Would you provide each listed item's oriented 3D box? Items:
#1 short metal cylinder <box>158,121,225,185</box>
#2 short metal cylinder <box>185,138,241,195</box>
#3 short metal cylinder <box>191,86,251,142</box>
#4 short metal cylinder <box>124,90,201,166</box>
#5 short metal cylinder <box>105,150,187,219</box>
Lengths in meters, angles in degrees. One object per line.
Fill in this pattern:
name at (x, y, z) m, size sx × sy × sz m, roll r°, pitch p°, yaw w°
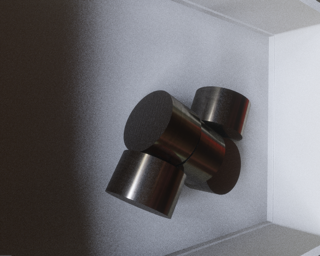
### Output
short metal cylinder at (0.036, 0.027, 0.402) m, size 0.050 × 0.080 × 0.080 m, roll 34°, pitch 69°, yaw -36°
short metal cylinder at (0.073, 0.053, 0.452) m, size 0.081 × 0.050 × 0.079 m, roll 0°, pitch 90°, yaw -40°
short metal cylinder at (0.083, -0.018, 0.441) m, size 0.080 × 0.080 × 0.050 m, roll 29°, pitch 72°, yaw -37°
short metal cylinder at (0.002, 0.002, 0.372) m, size 0.050 × 0.080 × 0.080 m, roll 32°, pitch 70°, yaw -36°
short metal cylinder at (-0.016, 0.065, 0.358) m, size 0.080 × 0.080 × 0.050 m, roll 36°, pitch 68°, yaw -35°
